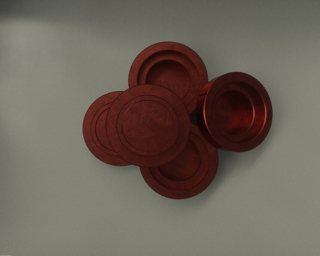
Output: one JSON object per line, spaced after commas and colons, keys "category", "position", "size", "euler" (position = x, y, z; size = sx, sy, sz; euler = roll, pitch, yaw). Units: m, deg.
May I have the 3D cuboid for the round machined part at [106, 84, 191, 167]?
{"category": "round machined part", "position": [-0.013, -0.003, 0.358], "size": [0.099, 0.042, 0.097], "euler": [0, 90, -1]}

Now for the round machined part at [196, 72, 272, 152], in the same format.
{"category": "round machined part", "position": [0.089, -0.019, 0.392], "size": [0.099, 0.042, 0.097], "euler": [1, 87, -21]}

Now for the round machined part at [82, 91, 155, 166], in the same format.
{"category": "round machined part", "position": [-0.051, 0.001, 0.399], "size": [0.099, 0.042, 0.097], "euler": [0, 90, -1]}

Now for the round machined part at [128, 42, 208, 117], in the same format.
{"category": "round machined part", "position": [0.010, -0.058, 0.402], "size": [0.099, 0.042, 0.097], "euler": [0, 90, -1]}

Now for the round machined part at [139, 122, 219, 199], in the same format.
{"category": "round machined part", "position": [0.023, 0.039, 0.401], "size": [0.099, 0.042, 0.097], "euler": [0, 90, -1]}
